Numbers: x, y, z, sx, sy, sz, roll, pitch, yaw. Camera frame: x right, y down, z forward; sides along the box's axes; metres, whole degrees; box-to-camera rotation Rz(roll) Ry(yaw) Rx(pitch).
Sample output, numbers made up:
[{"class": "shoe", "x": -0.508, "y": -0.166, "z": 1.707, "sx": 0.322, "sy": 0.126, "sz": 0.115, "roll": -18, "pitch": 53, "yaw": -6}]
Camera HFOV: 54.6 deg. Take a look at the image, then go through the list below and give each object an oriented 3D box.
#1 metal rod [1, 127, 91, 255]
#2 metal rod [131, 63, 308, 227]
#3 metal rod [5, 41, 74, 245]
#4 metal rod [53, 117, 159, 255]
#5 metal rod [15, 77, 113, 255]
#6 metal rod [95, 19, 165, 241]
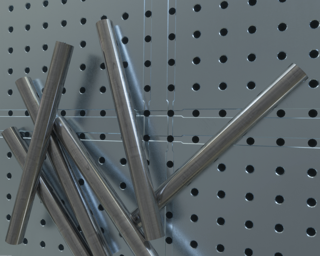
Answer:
[{"class": "metal rod", "x": -0.156, "y": 0.124, "z": 0.468, "sx": 0.025, "sy": 0.025, "sz": 0.299, "roll": -39, "pitch": 78, "yaw": 16}, {"class": "metal rod", "x": 0.058, "y": 0.036, "z": 0.392, "sx": 0.299, "sy": 0.025, "sz": 0.025, "roll": -45, "pitch": 76, "yaw": 14}, {"class": "metal rod", "x": -0.175, "y": 0.025, "z": 0.447, "sx": 0.025, "sy": 0.025, "sz": 0.298, "roll": 19, "pitch": 96, "yaw": 19}, {"class": "metal rod", "x": -0.065, "y": 0.099, "z": 0.414, "sx": 0.025, "sy": 0.025, "sz": 0.300, "roll": -45, "pitch": 68, "yaw": 14}, {"class": "metal rod", "x": -0.147, "y": 0.056, "z": 0.465, "sx": 0.025, "sy": 0.025, "sz": 0.299, "roll": -31, "pitch": 80, "yaw": 17}, {"class": "metal rod", "x": -0.042, "y": -0.006, "z": 0.412, "sx": 0.025, "sy": 0.025, "sz": 0.299, "roll": -19, "pitch": 78, "yaw": 19}]
